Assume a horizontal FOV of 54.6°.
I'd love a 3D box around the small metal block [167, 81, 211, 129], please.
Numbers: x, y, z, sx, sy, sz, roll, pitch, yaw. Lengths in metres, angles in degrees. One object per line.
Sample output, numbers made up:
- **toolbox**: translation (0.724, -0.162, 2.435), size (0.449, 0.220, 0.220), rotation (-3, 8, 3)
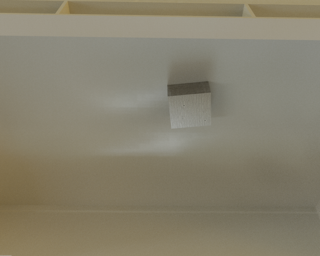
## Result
- **small metal block**: translation (0.037, -0.028, 0.385), size (0.050, 0.025, 0.050), rotation (-5, 130, 4)
